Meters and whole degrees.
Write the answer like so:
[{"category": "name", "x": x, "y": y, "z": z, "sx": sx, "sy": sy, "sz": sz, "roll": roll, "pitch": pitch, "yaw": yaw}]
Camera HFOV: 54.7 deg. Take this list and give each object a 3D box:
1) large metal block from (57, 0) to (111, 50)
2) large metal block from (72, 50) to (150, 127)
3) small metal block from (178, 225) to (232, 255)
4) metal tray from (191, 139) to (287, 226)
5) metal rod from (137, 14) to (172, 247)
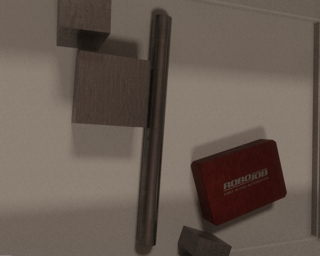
[{"category": "large metal block", "x": -0.088, "y": -0.139, "z": 0.349, "sx": 0.050, "sy": 0.080, "sz": 0.079, "roll": 2, "pitch": 90, "yaw": -20}, {"category": "large metal block", "x": -0.061, "y": -0.043, "z": 0.375, "sx": 0.081, "sy": 0.050, "sz": 0.080, "roll": 4, "pitch": 89, "yaw": -20}, {"category": "small metal block", "x": 0.060, "y": 0.158, "z": 0.421, "sx": 0.050, "sy": 0.050, "sz": 0.025, "roll": 22, "pitch": 83, "yaw": -19}, {"category": "metal tray", "x": 0.117, "y": 0.076, "z": 0.453, "sx": 0.131, "sy": 0.030, "sz": 0.089, "roll": -16, "pitch": 96, "yaw": -20}, {"category": "metal rod", "x": -0.007, "y": 0.002, "z": 0.408, "sx": 0.025, "sy": 0.025, "sz": 0.298, "roll": 5, "pitch": 89, "yaw": -20}]
